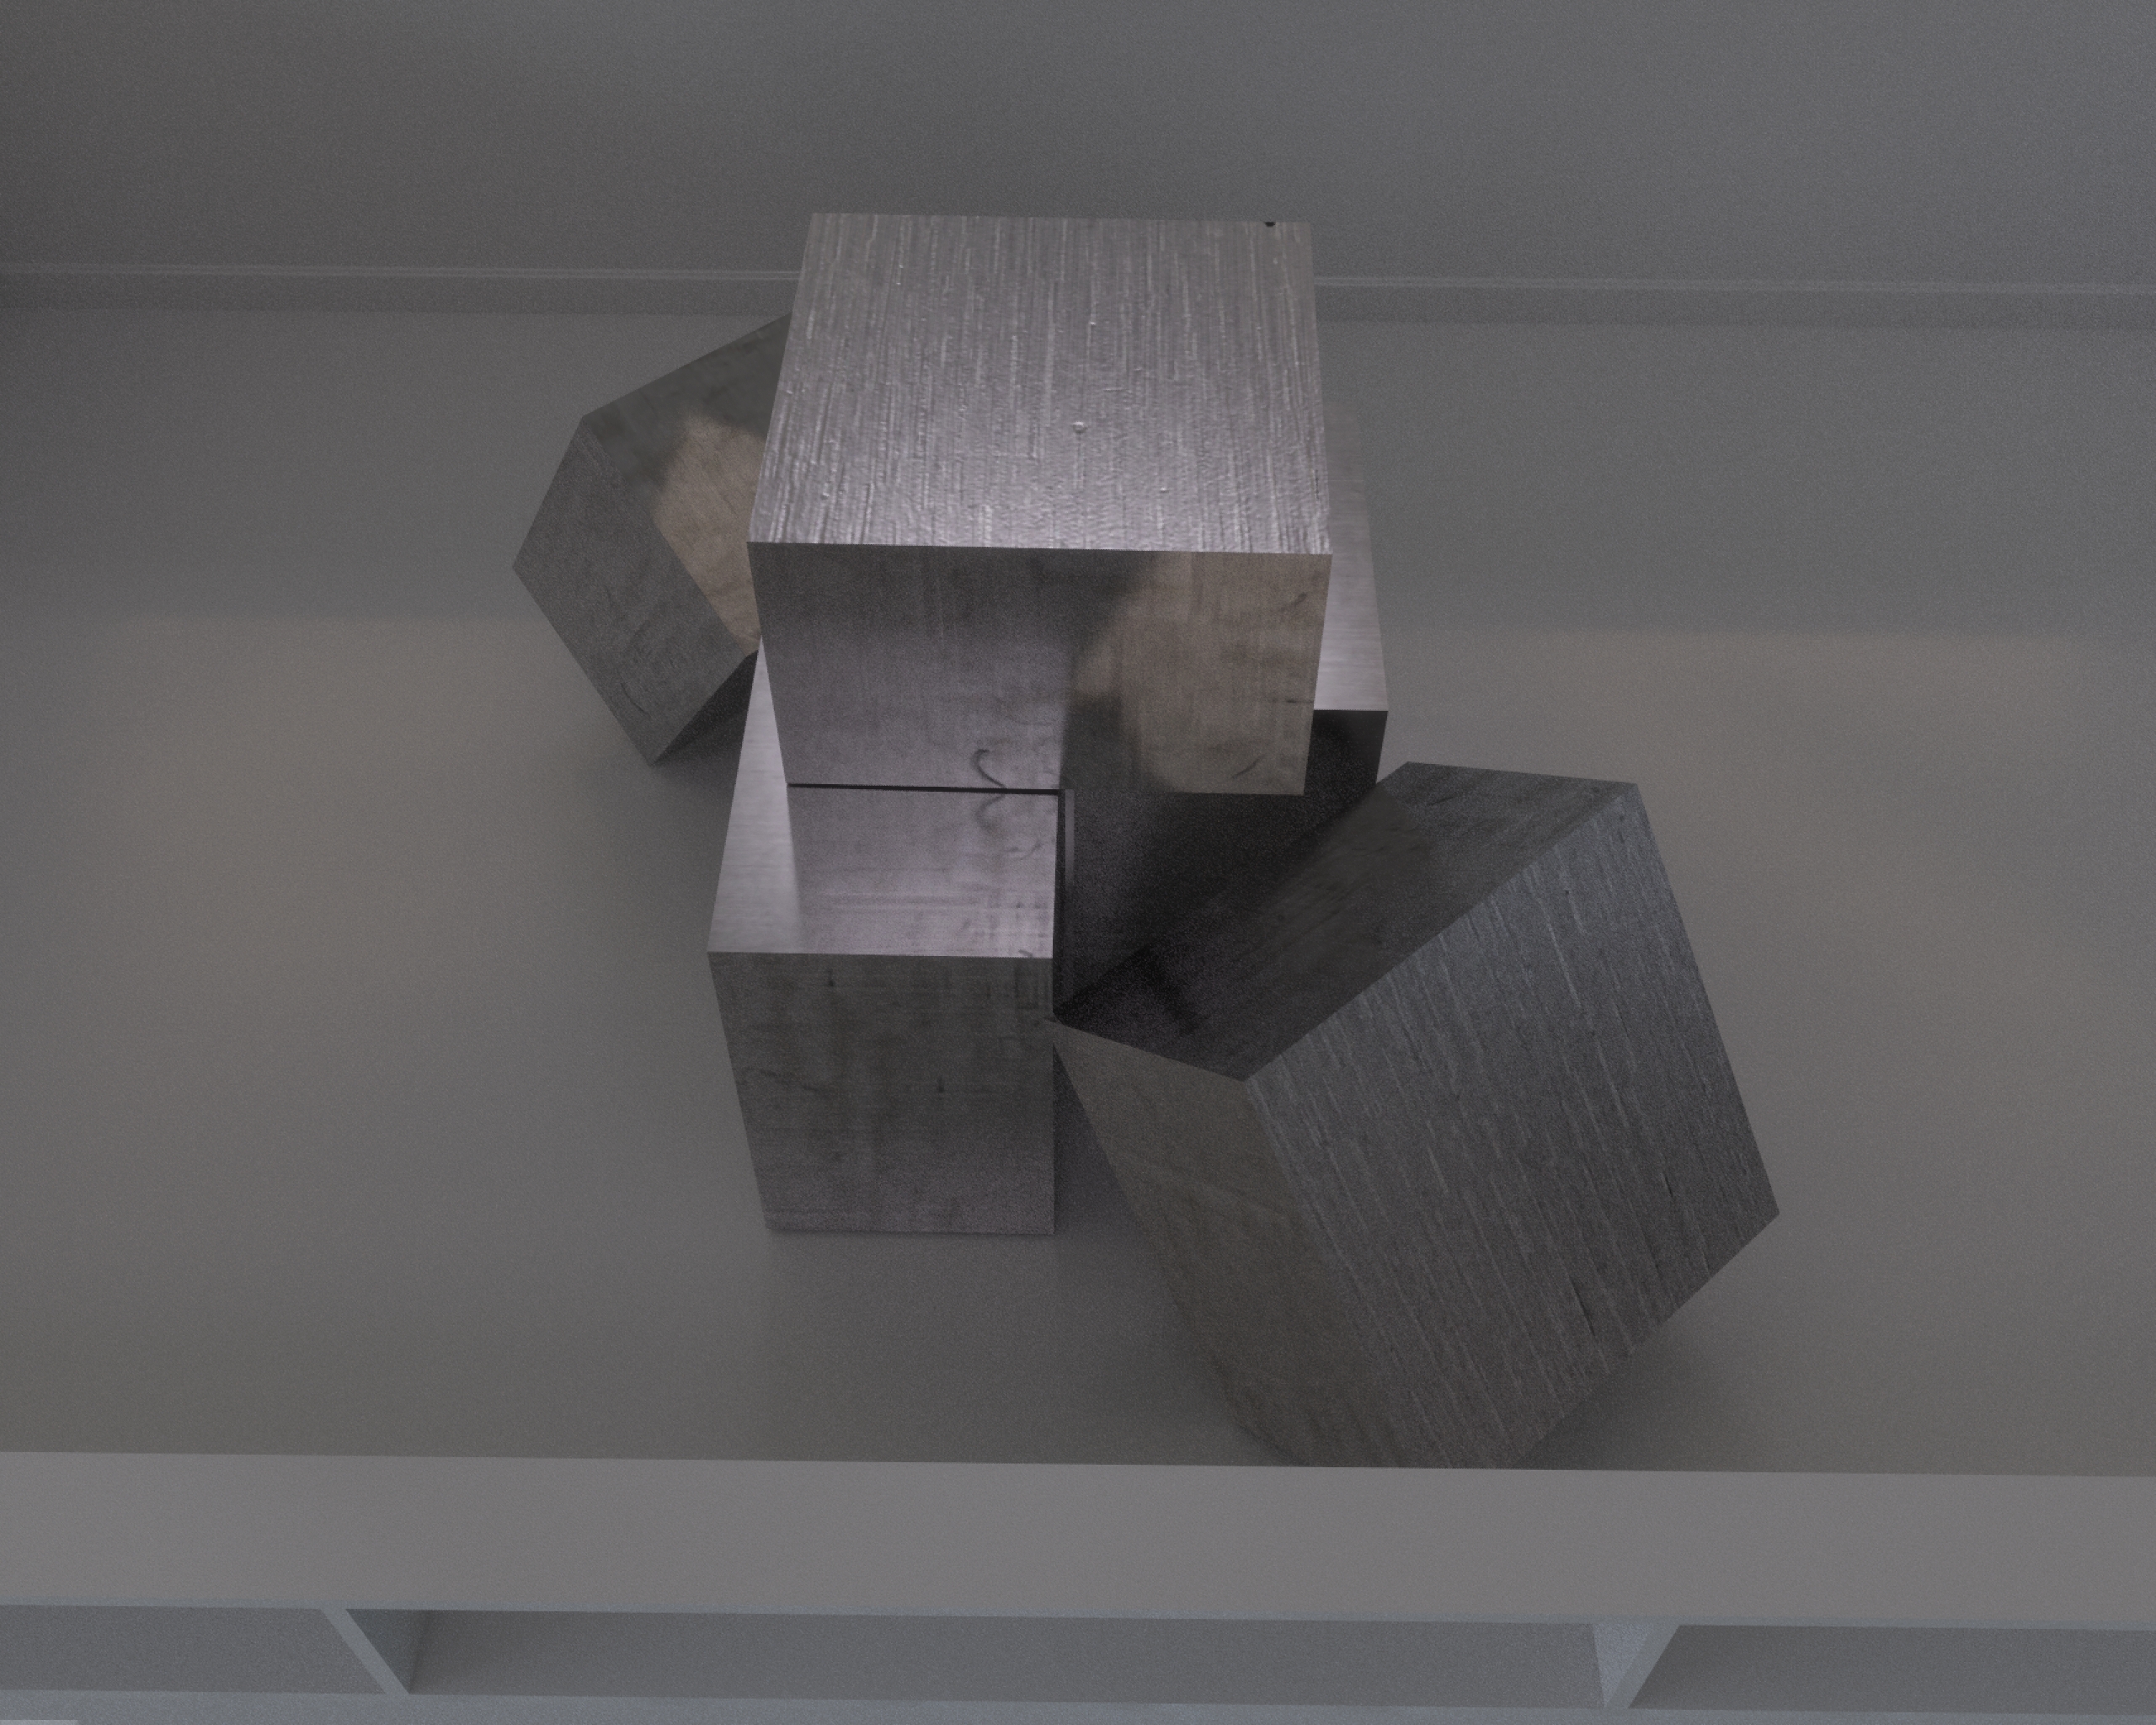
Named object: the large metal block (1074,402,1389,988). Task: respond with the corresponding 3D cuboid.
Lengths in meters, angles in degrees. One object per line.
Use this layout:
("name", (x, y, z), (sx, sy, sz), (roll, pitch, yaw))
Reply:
("large metal block", (0.025, -0.030, 0.391), (0.050, 0.080, 0.080), (1, 50, 0))

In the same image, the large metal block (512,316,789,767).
("large metal block", (-0.058, -0.069, 0.415), (0.080, 0.080, 0.050), (-35, 94, -26))

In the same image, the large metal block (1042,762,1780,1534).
("large metal block", (0.054, 0.040, 0.324), (0.080, 0.080, 0.050), (-34, 23, -25))

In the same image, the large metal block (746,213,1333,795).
("large metal block", (-0.004, -0.058, 0.331), (0.080, 0.050, 0.080), (1, 50, 1))

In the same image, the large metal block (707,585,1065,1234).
("large metal block", (-0.028, 0.009, 0.360), (0.050, 0.080, 0.080), (1, 50, 0))
